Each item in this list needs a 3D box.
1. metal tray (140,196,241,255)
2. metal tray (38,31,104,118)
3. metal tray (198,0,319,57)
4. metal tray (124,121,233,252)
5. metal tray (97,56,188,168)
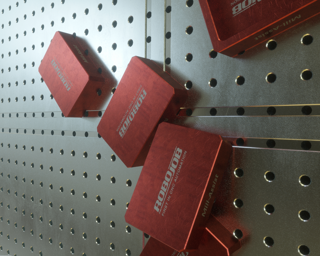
[{"bbox_3d":[0.028,0.160,0.382,0.090,0.030,0.129,40,114,32],"label":"metal tray"},{"bbox_3d":[-0.156,-0.092,0.532,0.090,0.030,0.130,-52,60,27],"label":"metal tray"},{"bbox_3d":[0.106,-0.142,0.317,0.130,0.030,0.090,-23,76,37],"label":"metal tray"},{"bbox_3d":[0.020,0.064,0.362,0.090,0.030,0.130,15,81,38],"label":"metal tray"},{"bbox_3d":[-0.029,-0.021,0.428,0.090,0.030,0.129,45,116,30],"label":"metal tray"}]
